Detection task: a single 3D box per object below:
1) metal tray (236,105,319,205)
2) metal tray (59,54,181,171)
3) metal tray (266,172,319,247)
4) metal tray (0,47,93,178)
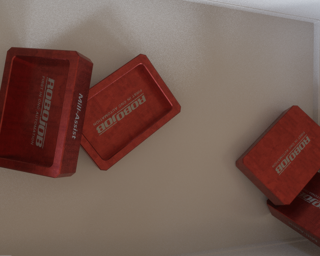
[{"bbox_3d":[0.190,0.040,0.464,0.130,0.030,0.090,-42,83,-15],"label":"metal tray"},{"bbox_3d":[-0.049,-0.021,0.390,0.131,0.030,0.090,-39,103,-16],"label":"metal tray"},{"bbox_3d":[0.231,0.116,0.438,0.090,0.130,0.030,-39,121,-13],"label":"metal tray"},{"bbox_3d":[-0.128,-0.018,0.334,0.090,0.030,0.129,8,87,17],"label":"metal tray"}]
